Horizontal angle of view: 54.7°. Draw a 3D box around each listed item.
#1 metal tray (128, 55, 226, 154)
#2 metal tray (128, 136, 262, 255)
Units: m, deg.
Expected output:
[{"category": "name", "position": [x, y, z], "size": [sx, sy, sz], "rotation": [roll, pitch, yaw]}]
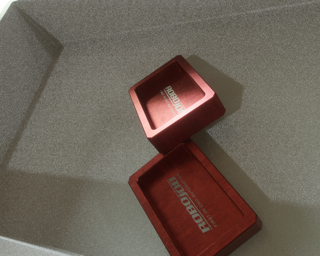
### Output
[{"category": "metal tray", "position": [0.015, -0.036, 0.395], "size": [0.090, 0.030, 0.130], "rotation": [-34, 36, 6]}, {"category": "metal tray", "position": [0.032, 0.079, 0.336], "size": [0.090, 0.030, 0.130], "rotation": [-39, 51, 1]}]
